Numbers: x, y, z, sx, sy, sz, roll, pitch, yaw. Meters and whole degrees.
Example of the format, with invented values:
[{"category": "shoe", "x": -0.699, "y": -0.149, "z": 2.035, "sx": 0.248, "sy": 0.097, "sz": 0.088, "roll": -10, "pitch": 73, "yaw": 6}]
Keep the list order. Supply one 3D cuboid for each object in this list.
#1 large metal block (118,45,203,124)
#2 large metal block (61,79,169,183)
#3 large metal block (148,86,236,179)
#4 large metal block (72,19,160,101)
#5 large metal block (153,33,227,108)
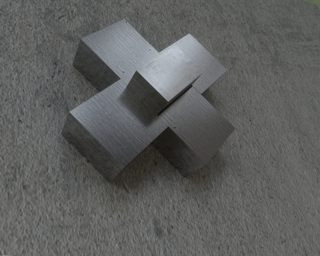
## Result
[{"category": "large metal block", "x": -0.002, "y": -0.049, "z": 0.400, "sx": 0.050, "sy": 0.080, "sz": 0.080, "roll": 45, "pitch": 51, "yaw": 3}, {"category": "large metal block", "x": -0.052, "y": 0.002, "z": 0.360, "sx": 0.080, "sy": 0.050, "sz": 0.080, "roll": 45, "pitch": 51, "yaw": 3}, {"category": "large metal block", "x": 0.039, "y": 0.005, "z": 0.408, "sx": 0.080, "sy": 0.050, "sz": 0.080, "roll": 45, "pitch": 51, "yaw": 3}, {"category": "large metal block", "x": -0.054, "y": -0.088, "z": 0.414, "sx": 0.080, "sy": 0.050, "sz": 0.080, "roll": 45, "pitch": 51, "yaw": 3}, {"category": "large metal block", "x": 0.039, "y": -0.083, "z": 0.462, "sx": 0.080, "sy": 0.050, "sz": 0.080, "roll": 45, "pitch": 51, "yaw": 3}]
